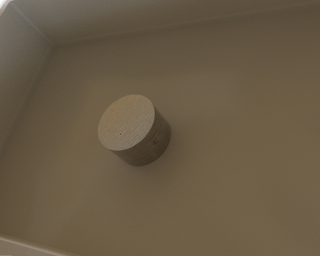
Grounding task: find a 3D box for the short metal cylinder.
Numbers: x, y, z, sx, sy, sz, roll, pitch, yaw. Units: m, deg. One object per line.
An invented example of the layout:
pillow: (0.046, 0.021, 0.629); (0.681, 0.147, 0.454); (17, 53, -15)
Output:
short metal cylinder: (-0.033, 0.003, 0.403); (0.080, 0.050, 0.080); (-13, 56, 20)
